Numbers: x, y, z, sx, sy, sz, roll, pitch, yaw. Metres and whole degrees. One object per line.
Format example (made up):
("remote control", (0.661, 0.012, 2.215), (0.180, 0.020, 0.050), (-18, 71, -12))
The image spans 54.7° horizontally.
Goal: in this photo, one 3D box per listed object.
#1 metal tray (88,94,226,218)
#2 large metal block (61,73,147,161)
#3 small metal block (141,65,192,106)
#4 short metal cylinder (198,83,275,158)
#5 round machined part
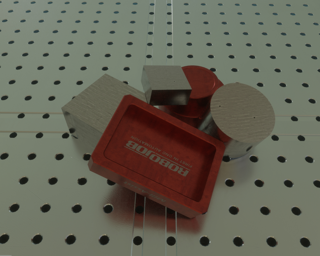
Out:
("metal tray", (0.000, 0.030, 0.341), (0.131, 0.030, 0.090), (27, 59, -6))
("large metal block", (-0.065, -0.016, 0.404), (0.080, 0.050, 0.080), (29, 56, 22))
("small metal block", (0.007, -0.055, 0.393), (0.050, 0.025, 0.050), (-3, 46, -17))
("short metal cylinder", (0.093, -0.009, 0.384), (0.081, 0.050, 0.080), (5, 64, -10))
("round machined part", (0.047, -0.052, 0.440), (0.099, 0.042, 0.098), (0, 50, 0))
